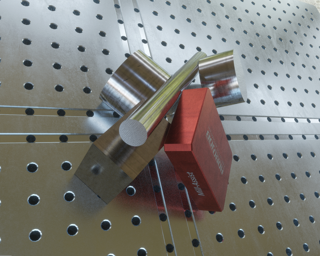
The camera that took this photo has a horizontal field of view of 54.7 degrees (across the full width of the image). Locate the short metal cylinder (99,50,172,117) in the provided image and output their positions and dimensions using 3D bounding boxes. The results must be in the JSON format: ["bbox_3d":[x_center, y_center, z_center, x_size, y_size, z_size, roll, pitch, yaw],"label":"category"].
[{"bbox_3d":[-0.030,-0.051,0.388,0.050,0.080,0.080,40,51,-2],"label":"short metal cylinder"}]

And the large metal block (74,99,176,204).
[{"bbox_3d":[-0.038,0.026,0.337,0.050,0.080,0.080,43,51,1],"label":"large metal block"}]

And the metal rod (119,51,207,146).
[{"bbox_3d":[0.023,-0.056,0.387,0.025,0.025,0.301,40,30,-2],"label":"metal rod"}]

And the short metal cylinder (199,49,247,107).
[{"bbox_3d":[0.096,-0.073,0.465,0.080,0.050,0.080,40,45,-55],"label":"short metal cylinder"}]

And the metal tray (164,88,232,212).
[{"bbox_3d":[0.052,0.028,0.366,0.130,0.030,0.090,61,37,-41],"label":"metal tray"}]
